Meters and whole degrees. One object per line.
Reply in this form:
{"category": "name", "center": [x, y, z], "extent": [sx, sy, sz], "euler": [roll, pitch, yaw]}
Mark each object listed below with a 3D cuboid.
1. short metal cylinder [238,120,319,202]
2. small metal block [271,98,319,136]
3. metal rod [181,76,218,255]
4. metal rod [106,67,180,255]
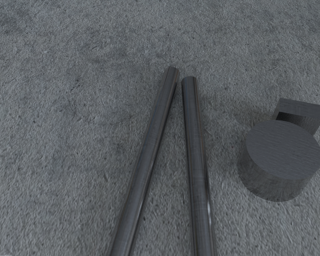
{"category": "short metal cylinder", "center": [0.135, 0.037, 0.357], "extent": [0.081, 0.050, 0.080], "euler": [0, 50, 0]}
{"category": "small metal block", "center": [0.171, -0.008, 0.395], "extent": [0.050, 0.050, 0.025], "euler": [12, 51, 10]}
{"category": "metal rod", "center": [0.043, 0.047, 0.363], "extent": [0.025, 0.025, 0.300], "euler": [0, 50, 0]}
{"category": "metal rod", "center": [-0.013, 0.029, 0.378], "extent": [0.025, 0.025, 0.300], "euler": [9, 51, 8]}
